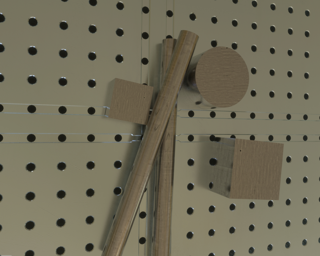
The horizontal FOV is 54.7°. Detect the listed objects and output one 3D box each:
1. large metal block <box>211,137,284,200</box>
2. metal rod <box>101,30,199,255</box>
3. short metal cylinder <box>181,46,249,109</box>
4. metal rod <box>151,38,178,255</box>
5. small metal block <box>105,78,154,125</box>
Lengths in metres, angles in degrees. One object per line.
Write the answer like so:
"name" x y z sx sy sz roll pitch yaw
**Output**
"large metal block" 0.125 0.057 0.445 0.081 0.050 0.080 7 88 -20
"metal rod" -0.012 0.023 0.390 0.025 0.025 0.299 19 90 -19
"short metal cylinder" 0.074 -0.067 0.426 0.081 0.050 0.079 0 90 -20
"metal rod" 0.008 0.032 0.415 0.025 0.025 0.298 3 89 -20
"small metal block" -0.040 -0.033 0.398 0.050 0.025 0.050 11 86 -20
